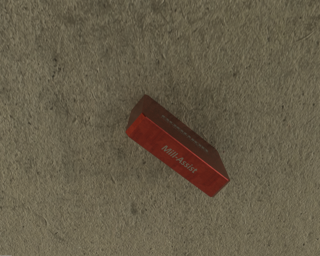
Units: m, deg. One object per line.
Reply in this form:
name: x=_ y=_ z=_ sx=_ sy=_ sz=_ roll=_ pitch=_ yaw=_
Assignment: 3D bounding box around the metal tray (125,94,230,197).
metal tray: x=0.022 y=0.019 z=0.384 sx=0.130 sy=0.090 sz=0.030 roll=38 pitch=106 yaw=-13
